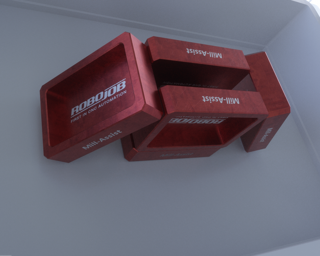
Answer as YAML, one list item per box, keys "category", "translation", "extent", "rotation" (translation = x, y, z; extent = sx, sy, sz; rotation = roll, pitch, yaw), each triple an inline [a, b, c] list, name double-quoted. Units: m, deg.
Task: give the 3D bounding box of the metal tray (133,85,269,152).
- category: "metal tray"
  translation: [0.044, -0.007, 0.351]
  extent: [0.131, 0.090, 0.030]
  rotation: [0, 62, -29]

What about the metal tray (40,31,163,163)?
- category: "metal tray"
  translation: [-0.067, -0.028, 0.320]
  extent: [0.030, 0.130, 0.090]
  rotation: [26, 45, -55]

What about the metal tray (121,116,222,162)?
- category: "metal tray"
  translation: [0.011, -0.006, 0.410]
  extent: [0.131, 0.030, 0.090]
  rotation: [0, 62, -29]

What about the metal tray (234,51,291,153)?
- category: "metal tray"
  translation: [0.130, -0.030, 0.426]
  extent: [0.030, 0.130, 0.090]
  rotation: [-13, 66, -1]

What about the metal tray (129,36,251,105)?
- category: "metal tray"
  translation: [0.031, -0.061, 0.376]
  extent: [0.131, 0.090, 0.030]
  rotation: [0, 62, -28]
